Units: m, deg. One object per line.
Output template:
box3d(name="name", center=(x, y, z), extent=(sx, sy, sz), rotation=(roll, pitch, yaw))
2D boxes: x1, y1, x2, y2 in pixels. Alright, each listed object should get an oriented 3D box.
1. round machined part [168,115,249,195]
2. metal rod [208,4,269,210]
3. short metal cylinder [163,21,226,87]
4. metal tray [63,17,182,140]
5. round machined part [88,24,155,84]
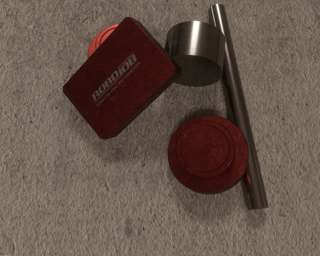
box3d(name="round machined part", center=(0.057, 0.029, 0.376), extent=(0.098, 0.042, 0.098), rotation=(-5, 71, 14))
box3d(name="metal rod", center=(0.103, -0.042, 0.424), extent=(0.025, 0.025, 0.299), rotation=(-6, 70, -2))
box3d(name="short metal cylinder", center=(0.045, -0.096, 0.415), extent=(0.080, 0.080, 0.050), rotation=(8, 70, 2))
box3d(name="metal tray", center=(-0.049, -0.059, 0.388), extent=(0.130, 0.030, 0.090), rotation=(-42, 82, 17))
box3d(name="round machined part", center=(-0.053, -0.107, 0.437), extent=(0.099, 0.042, 0.098), rotation=(0, 70, -1))
